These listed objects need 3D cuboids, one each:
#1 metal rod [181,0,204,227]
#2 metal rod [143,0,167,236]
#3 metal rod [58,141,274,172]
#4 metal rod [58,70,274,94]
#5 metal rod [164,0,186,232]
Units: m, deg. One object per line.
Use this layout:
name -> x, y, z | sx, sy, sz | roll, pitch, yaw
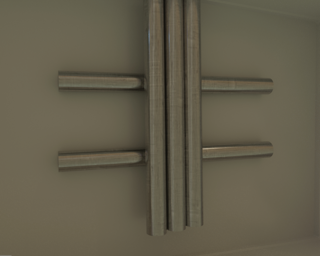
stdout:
metal rod -> 0.041, -0.026, 0.397 | 0.025, 0.025, 0.298 | -1, 90, -20
metal rod -> -0.006, -0.021, 0.379 | 0.025, 0.025, 0.298 | -1, 90, -20
metal rod -> 0.022, 0.036, 0.417 | 0.303, 0.025, 0.025 | -1, 91, -20
metal rod -> 0.022, -0.059, 0.417 | 0.303, 0.025, 0.025 | -2, 91, -20
metal rod -> 0.018, -0.023, 0.388 | 0.025, 0.025, 0.298 | -1, 90, -20
